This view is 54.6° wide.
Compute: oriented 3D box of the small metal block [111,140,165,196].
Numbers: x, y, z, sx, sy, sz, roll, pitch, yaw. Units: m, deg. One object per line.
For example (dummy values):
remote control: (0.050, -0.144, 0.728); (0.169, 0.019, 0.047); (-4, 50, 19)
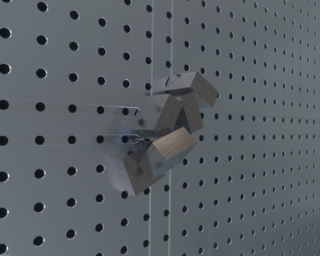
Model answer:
small metal block: (-0.026, 0.048, 0.386); (0.050, 0.025, 0.050); (-29, 108, -36)

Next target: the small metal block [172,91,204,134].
small metal block: (0.026, -0.020, 0.413); (0.025, 0.050, 0.050); (-27, 107, -36)

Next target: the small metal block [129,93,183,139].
small metal block: (-0.005, -0.014, 0.387); (0.025, 0.050, 0.050); (36, 68, -34)

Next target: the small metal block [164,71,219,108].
small metal block: (0.044, -0.050, 0.428); (0.050, 0.050, 0.025); (36, 68, -34)

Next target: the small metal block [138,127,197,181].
small metal block: (0.008, 0.030, 0.363); (0.050, 0.050, 0.025); (-25, 69, -37)
